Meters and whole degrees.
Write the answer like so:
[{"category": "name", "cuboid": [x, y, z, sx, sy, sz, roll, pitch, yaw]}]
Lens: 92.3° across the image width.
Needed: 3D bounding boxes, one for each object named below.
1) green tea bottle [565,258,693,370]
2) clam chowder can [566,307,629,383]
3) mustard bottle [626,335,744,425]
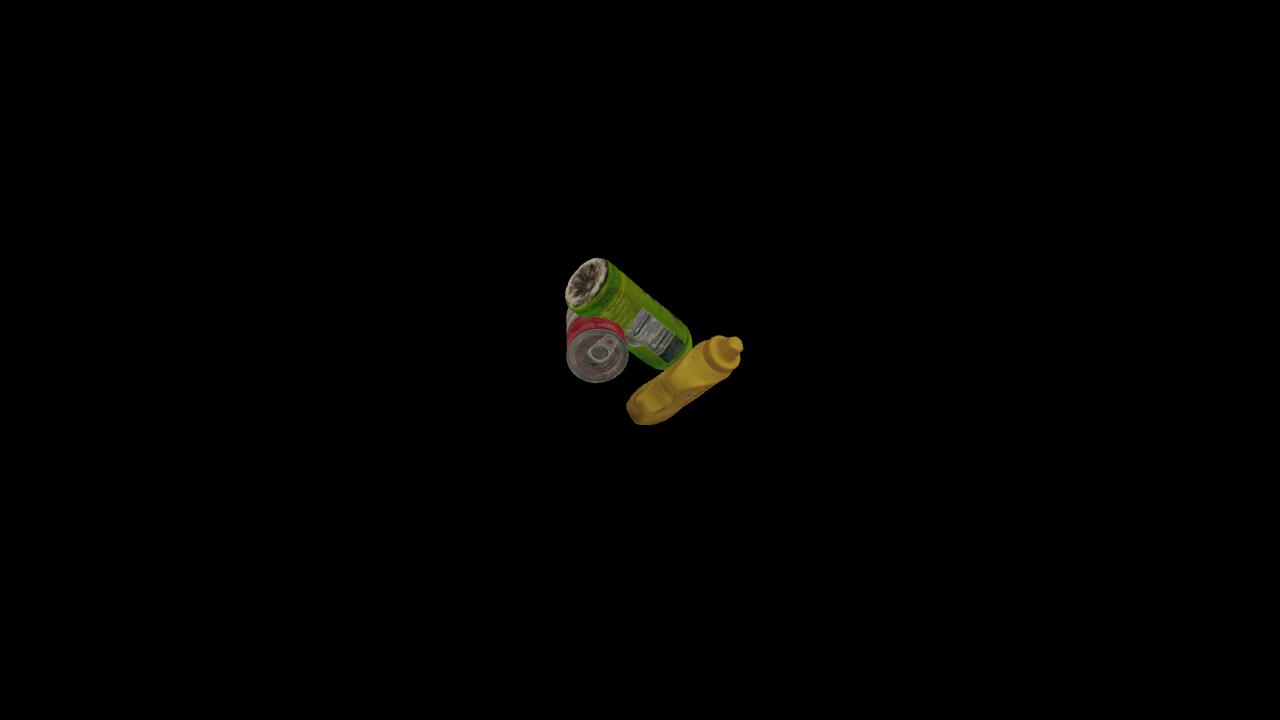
[{"category": "green tea bottle", "cuboid": [0.006, -0.038, 0.737, 0.073, 0.073, 0.212, 0, -29, 46]}, {"category": "clam chowder can", "cuboid": [-0.051, -0.029, 0.704, 0.068, 0.068, 0.102, 0, 31, -8]}, {"category": "mustard bottle", "cuboid": [0.061, 0.020, 0.727, 0.092, 0.054, 0.184, -18, -14, -37]}]
